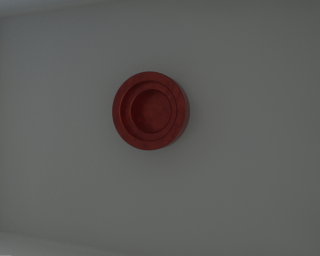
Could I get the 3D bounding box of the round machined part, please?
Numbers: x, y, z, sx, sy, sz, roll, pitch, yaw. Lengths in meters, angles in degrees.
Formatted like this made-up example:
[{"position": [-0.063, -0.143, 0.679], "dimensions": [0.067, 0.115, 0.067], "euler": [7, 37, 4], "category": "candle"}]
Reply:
[{"position": [-0.009, -0.021, 0.402], "dimensions": [0.098, 0.042, 0.097], "euler": [0, 90, 20], "category": "round machined part"}]
